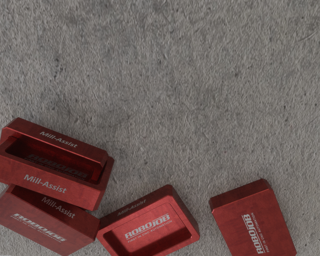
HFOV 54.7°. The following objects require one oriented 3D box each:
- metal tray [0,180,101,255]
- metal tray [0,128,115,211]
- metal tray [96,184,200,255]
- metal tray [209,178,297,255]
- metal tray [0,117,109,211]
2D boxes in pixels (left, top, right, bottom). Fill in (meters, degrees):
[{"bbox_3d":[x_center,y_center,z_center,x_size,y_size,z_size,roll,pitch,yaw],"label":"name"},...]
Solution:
[{"bbox_3d":[-0.160,0.125,0.428,0.130,0.030,0.090,37,129,-19],"label":"metal tray"},{"bbox_3d":[-0.129,0.047,0.390,0.131,0.090,0.030,22,109,-8],"label":"metal tray"},{"bbox_3d":[-0.018,0.152,0.462,0.130,0.030,0.090,-29,108,10],"label":"metal tray"},{"bbox_3d":[0.139,0.149,0.463,0.090,0.030,0.129,-23,109,8],"label":"metal tray"},{"bbox_3d":[-0.145,0.051,0.413,0.131,0.030,0.089,22,117,-6],"label":"metal tray"}]
